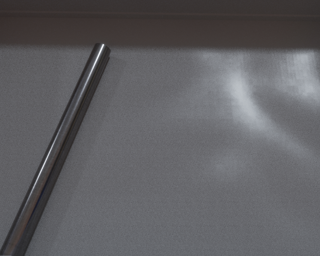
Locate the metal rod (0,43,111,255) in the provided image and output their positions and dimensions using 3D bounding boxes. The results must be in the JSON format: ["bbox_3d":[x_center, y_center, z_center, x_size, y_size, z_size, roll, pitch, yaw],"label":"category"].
[{"bbox_3d":[-0.128,0.018,0.402,0.025,0.025,0.300,17,71,6],"label":"metal rod"}]
